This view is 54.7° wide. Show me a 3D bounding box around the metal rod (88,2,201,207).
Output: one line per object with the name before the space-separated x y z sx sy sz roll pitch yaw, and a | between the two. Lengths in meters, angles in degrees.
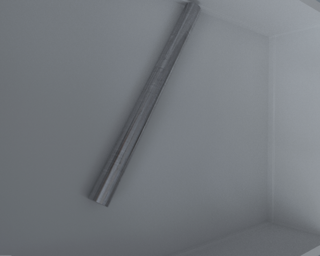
metal rod | -0.011 -0.044 0.399 0.025 0.025 0.300 38 66 -34
